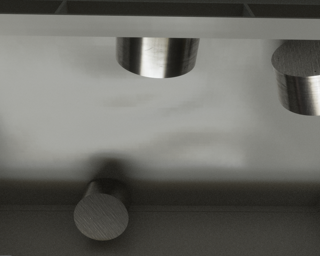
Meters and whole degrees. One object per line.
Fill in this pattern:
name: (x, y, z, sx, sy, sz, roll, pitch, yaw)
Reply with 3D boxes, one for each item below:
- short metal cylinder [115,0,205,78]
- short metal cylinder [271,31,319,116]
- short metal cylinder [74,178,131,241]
short metal cylinder: (-0.002, -0.090, 0.296, 0.081, 0.080, 0.050, 4, 130, -3)
short metal cylinder: (0.163, -0.058, 0.325, 0.080, 0.080, 0.050, -17, 128, 14)
short metal cylinder: (-0.086, 0.125, 0.480, 0.080, 0.050, 0.079, 0, 107, 0)
